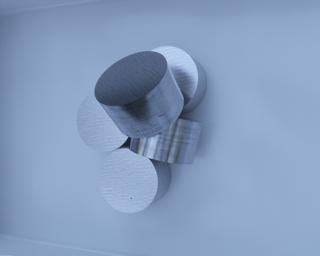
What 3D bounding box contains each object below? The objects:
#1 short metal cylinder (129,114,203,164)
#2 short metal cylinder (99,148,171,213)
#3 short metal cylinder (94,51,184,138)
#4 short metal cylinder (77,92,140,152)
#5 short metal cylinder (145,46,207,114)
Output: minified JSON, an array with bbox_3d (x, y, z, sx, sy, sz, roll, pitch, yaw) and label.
[{"bbox_3d":[0.007,0.009,0.377,0.080,0.080,0.050,14,95,19],"label":"short metal cylinder"},{"bbox_3d":[-0.032,0.065,0.405,0.080,0.050,0.079,0,90,19],"label":"short metal cylinder"},{"bbox_3d":[-0.021,-0.036,0.327,0.080,0.050,0.080,-15,45,16],"label":"short metal cylinder"},{"bbox_3d":[-0.063,-0.010,0.416,0.080,0.050,0.079,0,90,19],"label":"short metal cylinder"},{"bbox_3d":[0.014,-0.057,0.390,0.080,0.050,0.079,0,90,19],"label":"short metal cylinder"}]
